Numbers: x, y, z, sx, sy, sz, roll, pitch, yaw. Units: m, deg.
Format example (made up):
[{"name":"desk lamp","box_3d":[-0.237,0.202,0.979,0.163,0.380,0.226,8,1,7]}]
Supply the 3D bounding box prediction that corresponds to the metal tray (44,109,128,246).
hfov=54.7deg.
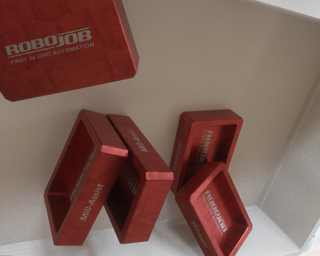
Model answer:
[{"name":"metal tray","box_3d":[-0.090,0.055,0.352,0.030,0.090,0.129,16,110,-35]}]

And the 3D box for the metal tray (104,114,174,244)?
[{"name":"metal tray","box_3d":[-0.039,0.052,0.352,0.030,0.130,0.089,6,115,-32]}]

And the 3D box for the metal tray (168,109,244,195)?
[{"name":"metal tray","box_3d":[0.065,0.038,0.466,0.091,0.030,0.129,-4,121,-27]}]

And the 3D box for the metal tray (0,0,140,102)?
[{"name":"metal tray","box_3d":[-0.093,-0.078,0.272,0.131,0.030,0.090,-10,128,9]}]

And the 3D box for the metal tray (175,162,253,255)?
[{"name":"metal tray","box_3d":[0.084,0.126,0.461,0.091,0.030,0.129,-39,110,-37]}]
